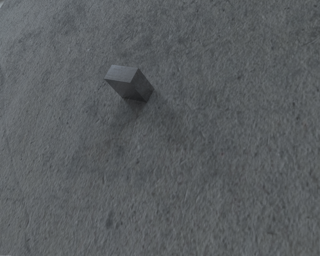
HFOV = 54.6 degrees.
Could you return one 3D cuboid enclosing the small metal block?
[{"bbox_3d":[-0.044,-0.065,0.452,0.050,0.050,0.025,14,69,34],"label":"small metal block"}]
